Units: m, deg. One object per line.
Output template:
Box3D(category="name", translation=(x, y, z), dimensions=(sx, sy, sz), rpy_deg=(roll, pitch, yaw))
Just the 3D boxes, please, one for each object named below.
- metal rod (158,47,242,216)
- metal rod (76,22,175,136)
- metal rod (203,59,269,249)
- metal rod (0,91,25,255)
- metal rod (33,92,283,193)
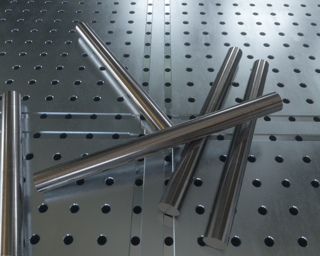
Box3D(category="metal rod", translation=(0.067, -0.018, 0.423), dimensions=(0.025, 0.025, 0.301), rpy_deg=(18, 52, 14))
Box3D(category="metal rod", translation=(-0.060, -0.081, 0.474), dimensions=(0.025, 0.025, 0.300), rpy_deg=(-25, 55, -20))
Box3D(category="metal rod", translation=(0.108, 0.008, 0.401), dimensions=(0.025, 0.025, 0.301), rpy_deg=(16, 52, 13))
Box3D(category="metal rod", translation=(-0.168, 0.066, 0.349), dimensions=(0.025, 0.025, 0.300), rpy_deg=(-13, 51, -11))
Box3D(category="metal rod", translation=(0.003, 0.015, 0.369), dimensions=(0.302, 0.025, 0.025), rpy_deg=(-19, 52, -6))
